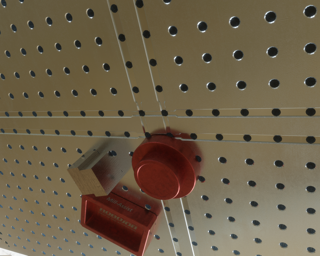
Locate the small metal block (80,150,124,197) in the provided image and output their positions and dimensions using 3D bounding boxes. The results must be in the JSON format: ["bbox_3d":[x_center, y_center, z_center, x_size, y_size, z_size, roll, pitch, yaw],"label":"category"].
[{"bbox_3d":[-0.089,0.071,0.484,0.025,0.050,0.050,-14,111,34],"label":"small metal block"}]

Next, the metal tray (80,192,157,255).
[{"bbox_3d":[-0.076,0.164,0.546,0.130,0.030,0.089,23,127,13],"label":"metal tray"}]

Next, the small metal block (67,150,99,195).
[{"bbox_3d":[-0.112,0.071,0.496,0.025,0.050,0.050,-15,111,34],"label":"small metal block"}]

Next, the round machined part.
[{"bbox_3d":[0.003,0.062,0.436,0.098,0.042,0.097,13,124,20],"label":"round machined part"}]
